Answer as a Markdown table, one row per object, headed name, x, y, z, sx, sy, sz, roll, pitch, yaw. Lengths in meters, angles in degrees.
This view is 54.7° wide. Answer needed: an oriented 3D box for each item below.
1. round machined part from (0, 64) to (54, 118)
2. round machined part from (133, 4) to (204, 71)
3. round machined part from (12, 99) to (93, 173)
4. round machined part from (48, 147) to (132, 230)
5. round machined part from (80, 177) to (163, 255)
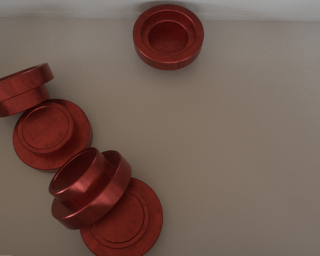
| name | x | y | z | sx | sy | sz | roll | pitch | yaw |
| --- | --- | --- | --- | --- | --- | --- | --- | --- | --- |
| round machined part | -0.183 | -0.046 | 0.397 | 0.099 | 0.098 | 0.042 | -23 | 110 | -8 |
| round machined part | 0.012 | -0.125 | 0.446 | 0.099 | 0.042 | 0.098 | 0 | 70 | 0 |
| round machined part | -0.140 | 0.006 | 0.397 | 0.099 | 0.042 | 0.098 | 0 | 70 | 0 |
| round machined part | -0.084 | 0.060 | 0.347 | 0.098 | 0.098 | 0.042 | -44 | 115 | -14 |
| round machined part | -0.046 | 0.105 | 0.362 | 0.099 | 0.042 | 0.098 | 0 | 70 | 0 |
